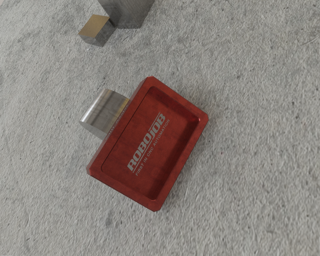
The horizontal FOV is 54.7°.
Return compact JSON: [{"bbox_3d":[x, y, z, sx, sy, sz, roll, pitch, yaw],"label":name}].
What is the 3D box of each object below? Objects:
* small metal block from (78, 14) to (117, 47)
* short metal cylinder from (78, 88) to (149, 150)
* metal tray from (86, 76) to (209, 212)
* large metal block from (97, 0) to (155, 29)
[{"bbox_3d":[-0.116,-0.182,0.576,0.050,0.025,0.050,23,74,36],"label":"small metal block"},{"bbox_3d":[-0.057,-0.008,0.403,0.080,0.080,0.050,20,73,35],"label":"short metal cylinder"},{"bbox_3d":[-0.012,0.017,0.358,0.130,0.090,0.030,-60,14,-15],"label":"metal tray"},{"bbox_3d":[-0.058,-0.232,0.542,0.050,0.080,0.080,11,68,33],"label":"large metal block"}]
